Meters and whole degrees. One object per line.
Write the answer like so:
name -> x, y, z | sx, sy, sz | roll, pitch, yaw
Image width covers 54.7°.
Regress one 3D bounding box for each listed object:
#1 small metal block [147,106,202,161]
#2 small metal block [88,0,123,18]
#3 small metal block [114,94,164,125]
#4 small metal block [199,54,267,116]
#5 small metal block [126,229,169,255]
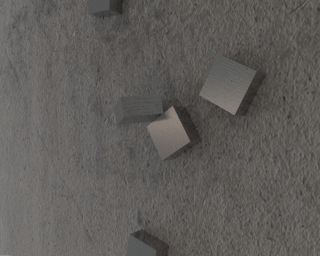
small metal block -> 0.017, 0.007, 0.391 | 0.050, 0.025, 0.050 | -38, 67, 33
small metal block -> -0.083, -0.199, 0.473 | 0.050, 0.025, 0.050 | 8, 95, 39
small metal block -> -0.029, -0.023, 0.400 | 0.050, 0.050, 0.025 | 149, 113, -69
small metal block -> 0.079, -0.047, 0.340 | 0.050, 0.025, 0.050 | 36, 112, 34
small metal block -> -0.019, 0.175, 0.421 | 0.050, 0.025, 0.050 | 15, 100, 39
